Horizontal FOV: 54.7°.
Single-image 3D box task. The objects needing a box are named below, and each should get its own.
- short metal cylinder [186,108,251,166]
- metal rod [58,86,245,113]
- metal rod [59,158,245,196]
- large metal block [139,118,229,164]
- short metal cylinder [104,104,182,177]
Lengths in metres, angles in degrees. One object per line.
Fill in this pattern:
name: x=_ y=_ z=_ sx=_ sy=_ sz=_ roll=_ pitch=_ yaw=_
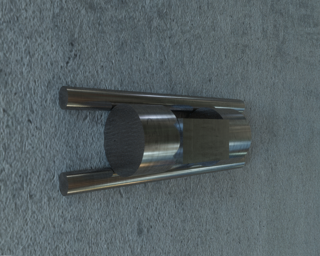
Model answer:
short metal cylinder: x=0.080 y=0.012 z=0.436 sx=0.050 sy=0.080 sz=0.079 roll=-1 pitch=91 yaw=-40
metal rod: x=0.015 y=-0.033 z=0.419 sx=0.302 sy=0.025 sz=0.025 roll=-1 pitch=91 yaw=-40
metal rod: x=0.015 y=0.057 z=0.419 sx=0.302 sy=0.025 sz=0.025 roll=-1 pitch=91 yaw=-40
large metal block: x=0.030 y=0.014 z=0.392 sx=0.081 sy=0.080 sz=0.050 roll=0 pitch=90 yaw=-40
short metal cylinder: x=-0.022 y=0.013 z=0.352 sx=0.050 sy=0.080 sz=0.079 roll=-1 pitch=91 yaw=-40
